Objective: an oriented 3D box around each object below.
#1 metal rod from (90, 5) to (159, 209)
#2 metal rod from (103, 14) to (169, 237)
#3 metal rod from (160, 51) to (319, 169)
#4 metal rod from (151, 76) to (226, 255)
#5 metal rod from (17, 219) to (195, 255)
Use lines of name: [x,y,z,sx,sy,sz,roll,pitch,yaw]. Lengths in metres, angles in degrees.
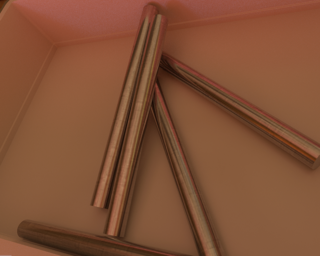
metal rod: [-0.044,-0.041,0.429,0.025,0.025,0.299,2,70,29]
metal rod: [-0.027,-0.016,0.403,0.025,0.025,0.299,1,70,29]
metal rod: [0.069,-0.046,0.397,0.025,0.025,0.300,-46,51,-4]
metal rod: [0.018,0.028,0.378,0.025,0.025,0.299,-27,52,11]
metal rod: [-0.056,0.132,0.335,0.300,0.025,0.025,-2,61,33]
